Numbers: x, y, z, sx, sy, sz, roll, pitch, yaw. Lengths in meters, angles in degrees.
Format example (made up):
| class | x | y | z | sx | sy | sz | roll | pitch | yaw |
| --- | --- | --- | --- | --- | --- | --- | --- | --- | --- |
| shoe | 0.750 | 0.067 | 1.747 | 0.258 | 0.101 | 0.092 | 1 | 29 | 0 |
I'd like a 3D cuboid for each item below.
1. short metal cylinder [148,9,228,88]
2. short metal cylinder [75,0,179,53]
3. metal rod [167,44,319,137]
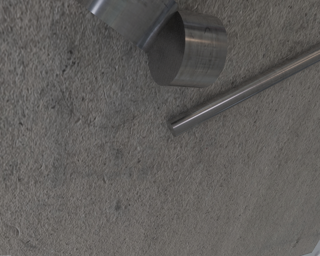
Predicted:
| class | x | y | z | sx | sy | sz | roll | pitch | yaw |
| --- | --- | --- | --- | --- | --- | --- | --- | --- | --- |
| short metal cylinder | 0.027 | -0.084 | 0.334 | 0.050 | 0.080 | 0.079 | -1 | 119 | -28 |
| short metal cylinder | -0.030 | -0.113 | 0.285 | 0.080 | 0.080 | 0.050 | 29 | 102 | -38 |
| metal rod | 0.147 | -0.066 | 0.446 | 0.302 | 0.025 | 0.025 | -27 | 128 | -12 |
